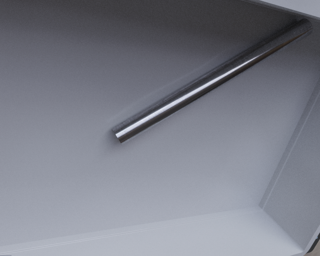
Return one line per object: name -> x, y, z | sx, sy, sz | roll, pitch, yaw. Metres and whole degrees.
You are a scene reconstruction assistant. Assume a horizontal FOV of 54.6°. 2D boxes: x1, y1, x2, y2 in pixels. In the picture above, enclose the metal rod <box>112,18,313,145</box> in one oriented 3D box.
metal rod -> 0.075, -0.065, 0.408 | 0.301, 0.025, 0.025 | -31, 129, -9
